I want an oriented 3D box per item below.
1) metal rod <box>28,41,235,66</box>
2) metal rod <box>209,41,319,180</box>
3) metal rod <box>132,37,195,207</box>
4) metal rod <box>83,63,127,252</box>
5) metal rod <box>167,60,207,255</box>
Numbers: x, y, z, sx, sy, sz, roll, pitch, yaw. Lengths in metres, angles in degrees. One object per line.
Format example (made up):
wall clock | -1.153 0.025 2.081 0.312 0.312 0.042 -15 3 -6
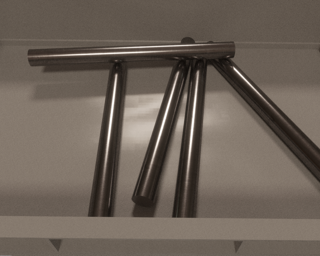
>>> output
metal rod | -0.039 -0.111 0.464 0.302 0.025 0.025 -3 50 -3
metal rod | 0.145 -0.031 0.432 0.025 0.025 0.300 -20 53 -16
metal rod | 0.014 -0.032 0.431 0.025 0.025 0.300 10 51 8
metal rod | -0.064 0.003 0.401 0.025 0.025 0.300 0 50 -1
metal rod | 0.041 0.009 0.398 0.025 0.025 0.300 7 50 5
